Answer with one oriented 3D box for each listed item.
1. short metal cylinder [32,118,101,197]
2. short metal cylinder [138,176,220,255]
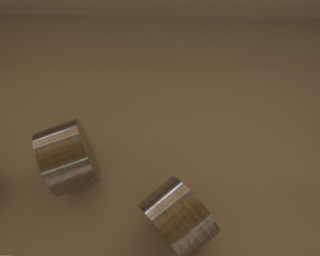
[{"bbox_3d":[-0.108,0.034,0.367,0.050,0.080,0.080,-21,72,-7],"label":"short metal cylinder"},{"bbox_3d":[0.020,0.101,0.344,0.050,0.080,0.080,-38,75,-13],"label":"short metal cylinder"}]
